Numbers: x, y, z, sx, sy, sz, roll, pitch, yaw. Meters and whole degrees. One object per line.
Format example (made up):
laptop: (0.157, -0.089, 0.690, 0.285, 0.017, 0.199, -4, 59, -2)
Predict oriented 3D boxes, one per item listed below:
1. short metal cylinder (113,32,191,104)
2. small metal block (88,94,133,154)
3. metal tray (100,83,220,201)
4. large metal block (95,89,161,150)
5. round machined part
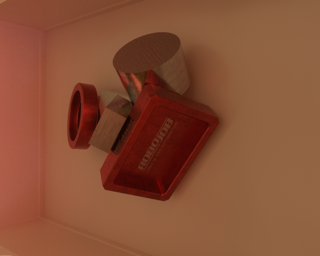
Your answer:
short metal cylinder: (-0.008, -0.070, 0.366, 0.080, 0.080, 0.050, 21, 147, 38)
small metal block: (-0.055, -0.006, 0.365, 0.025, 0.050, 0.050, 28, 113, -4)
metal tray: (-0.003, 0.023, 0.361, 0.129, 0.091, 0.030, -60, 29, 22)
large metal block: (-0.041, -0.004, 0.420, 0.080, 0.050, 0.079, 19, 102, 38)
round machined part: (-0.107, -0.016, 0.464, 0.098, 0.042, 0.098, -19, 68, 60)
